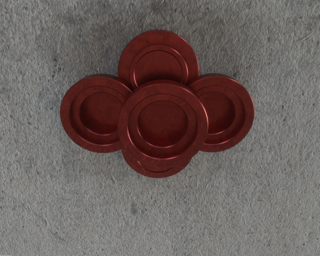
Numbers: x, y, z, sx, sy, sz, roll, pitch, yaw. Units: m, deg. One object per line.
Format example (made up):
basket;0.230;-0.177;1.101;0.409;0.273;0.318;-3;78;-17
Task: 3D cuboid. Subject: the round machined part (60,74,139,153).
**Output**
round machined part;-0.071;-0.021;0.393;0.099;0.042;0.097;0;110;-1

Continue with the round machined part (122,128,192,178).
round machined part;-0.003;0.024;0.411;0.099;0.042;0.097;0;110;-1

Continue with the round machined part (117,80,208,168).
round machined part;0.003;-0.007;0.354;0.099;0.042;0.097;0;111;-1

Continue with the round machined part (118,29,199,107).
round machined part;-0.002;-0.068;0.377;0.099;0.042;0.097;0;110;-1

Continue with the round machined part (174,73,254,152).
round machined part;0.065;-0.022;0.395;0.099;0.042;0.097;0;110;-1
